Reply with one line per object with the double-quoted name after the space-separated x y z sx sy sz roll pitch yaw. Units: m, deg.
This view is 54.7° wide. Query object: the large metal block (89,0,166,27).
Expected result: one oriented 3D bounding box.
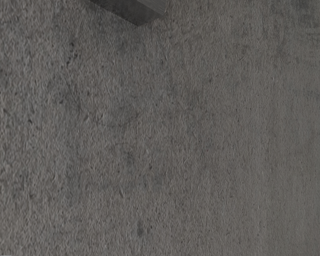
-0.035 -0.177 0.358 0.081 0.050 0.080 17 80 -39 "large metal block"
